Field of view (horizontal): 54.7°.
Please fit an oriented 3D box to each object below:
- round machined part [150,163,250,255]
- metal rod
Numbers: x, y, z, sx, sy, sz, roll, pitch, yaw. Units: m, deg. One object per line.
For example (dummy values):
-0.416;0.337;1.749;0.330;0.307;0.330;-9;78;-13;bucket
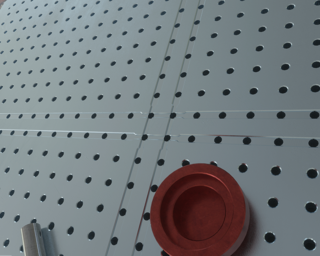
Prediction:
0.043;0.089;0.320;0.098;0.042;0.098;-13;56;21;round machined part
-0.113;0.235;0.323;0.025;0.025;0.300;-35;51;5;metal rod
